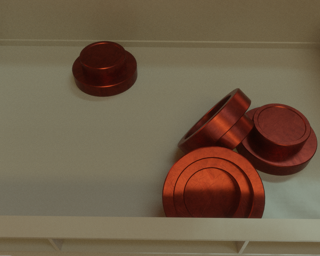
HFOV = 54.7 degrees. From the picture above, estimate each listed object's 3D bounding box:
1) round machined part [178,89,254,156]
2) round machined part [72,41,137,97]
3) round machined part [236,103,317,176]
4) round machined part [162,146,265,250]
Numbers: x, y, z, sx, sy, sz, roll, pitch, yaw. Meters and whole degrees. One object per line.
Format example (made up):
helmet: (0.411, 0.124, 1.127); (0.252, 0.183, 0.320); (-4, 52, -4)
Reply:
round machined part: (0.070, 0.002, 0.364); (0.042, 0.098, 0.098); (46, 59, -1)
round machined part: (-0.085, -0.097, 0.475); (0.099, 0.042, 0.098); (0, 50, 0)
round machined part: (0.147, 0.007, 0.389); (0.099, 0.042, 0.098); (0, 50, 0)
round machined part: (0.052, 0.068, 0.318); (0.099, 0.042, 0.097); (0, 83, 2)
